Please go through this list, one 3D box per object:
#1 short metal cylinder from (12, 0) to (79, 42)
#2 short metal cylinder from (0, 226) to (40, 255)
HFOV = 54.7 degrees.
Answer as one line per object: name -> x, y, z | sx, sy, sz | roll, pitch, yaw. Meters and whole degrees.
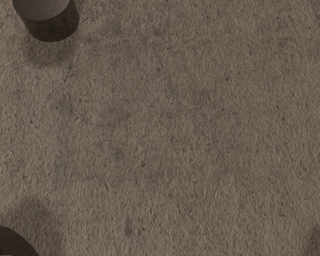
short metal cylinder -> -0.166, -0.175, 0.457 | 0.081, 0.050, 0.080 | 0, 70, 0
short metal cylinder -> -0.163, 0.150, 0.322 | 0.050, 0.080, 0.080 | -42, 76, -14
